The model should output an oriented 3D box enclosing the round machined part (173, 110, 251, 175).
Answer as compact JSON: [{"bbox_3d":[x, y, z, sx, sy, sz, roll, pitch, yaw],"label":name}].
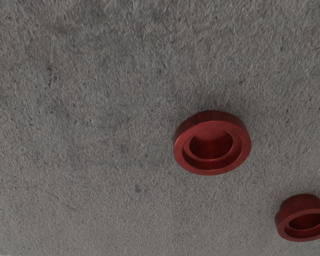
[{"bbox_3d":[0.066,0.015,0.409,0.099,0.042,0.097,0,130,0],"label":"round machined part"}]

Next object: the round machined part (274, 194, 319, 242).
[{"bbox_3d":[0.244,0.149,0.525,0.099,0.042,0.097,0,130,0],"label":"round machined part"}]
